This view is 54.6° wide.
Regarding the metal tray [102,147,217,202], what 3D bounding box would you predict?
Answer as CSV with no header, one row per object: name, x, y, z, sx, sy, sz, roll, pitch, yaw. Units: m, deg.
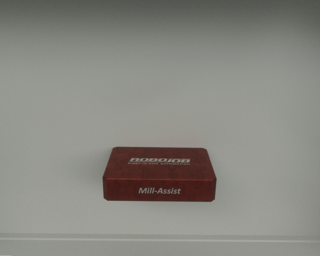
metal tray,0.000,0.056,0.397,0.131,0.090,0.030,1,110,-1
